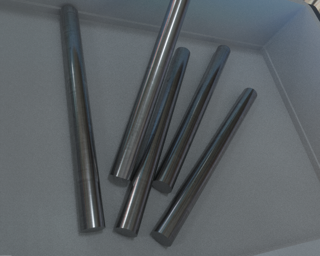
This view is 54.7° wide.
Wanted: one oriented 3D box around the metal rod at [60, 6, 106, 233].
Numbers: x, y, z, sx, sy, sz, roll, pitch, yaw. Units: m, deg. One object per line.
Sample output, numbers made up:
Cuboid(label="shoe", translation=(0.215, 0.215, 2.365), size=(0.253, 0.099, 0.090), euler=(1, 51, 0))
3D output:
Cuboid(label="metal rod", translation=(-0.097, -0.030, 0.372), size=(0.025, 0.025, 0.299), euler=(1, 61, -28))

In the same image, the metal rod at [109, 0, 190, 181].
Cuboid(label="metal rod", translation=(0.000, -0.083, 0.382), size=(0.025, 0.025, 0.299), euler=(22, 77, -16))

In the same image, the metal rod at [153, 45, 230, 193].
Cuboid(label="metal rod", translation=(0.058, -0.034, 0.459), size=(0.025, 0.025, 0.301), euler=(34, 51, -7))

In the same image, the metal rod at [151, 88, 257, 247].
Cuboid(label="metal rod", translation=(0.077, 0.031, 0.429), size=(0.025, 0.025, 0.301), euler=(41, 51, -1))

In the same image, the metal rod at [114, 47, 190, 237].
Cuboid(label="metal rod", translation=(0.001, -0.006, 0.411), size=(0.025, 0.025, 0.300), euler=(27, 52, -12))
